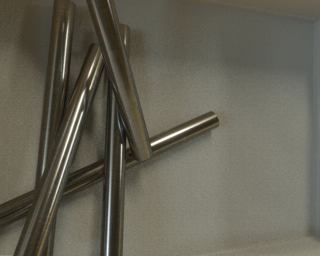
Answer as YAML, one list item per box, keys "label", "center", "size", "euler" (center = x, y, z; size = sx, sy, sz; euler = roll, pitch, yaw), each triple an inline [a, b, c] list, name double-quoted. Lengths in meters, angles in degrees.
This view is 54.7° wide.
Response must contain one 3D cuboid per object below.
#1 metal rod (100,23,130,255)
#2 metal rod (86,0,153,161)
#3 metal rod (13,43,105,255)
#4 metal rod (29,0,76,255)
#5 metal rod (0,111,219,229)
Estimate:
- label: "metal rod"
  center: [-0.053, 0.020, 0.368]
  size: [0.025, 0.025, 0.298]
  euler: [4, 80, -20]
- label: "metal rod"
  center: [-0.051, -0.094, 0.307]
  size: [0.025, 0.025, 0.298]
  euler: [-24, 120, -19]
- label: "metal rod"
  center: [-0.104, 0.036, 0.321]
  size: [0.025, 0.025, 0.299]
  euler: [21, 63, -19]
- label: "metal rod"
  center: [-0.120, 0.000, 0.348]
  size: [0.025, 0.025, 0.298]
  euler: [6, 81, -20]
- label: "metal rod"
  center: [-0.055, 0.045, 0.391]
  size: [0.302, 0.025, 0.025]
  euler: [-24, 98, -19]
